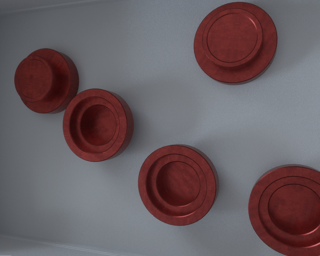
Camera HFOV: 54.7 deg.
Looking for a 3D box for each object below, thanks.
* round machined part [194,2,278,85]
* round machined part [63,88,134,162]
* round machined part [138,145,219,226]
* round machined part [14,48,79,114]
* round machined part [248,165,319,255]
[{"bbox_3d":[0.088,-0.102,0.370,0.098,0.042,0.097,0,90,19],"label":"round machined part"},{"bbox_3d":[-0.081,-0.004,0.429,0.098,0.042,0.097,0,90,19],"label":"round machined part"},{"bbox_3d":[0.026,0.069,0.392,0.098,0.042,0.097,0,90,19],"label":"round machined part"},{"bbox_3d":[-0.175,-0.070,0.461,0.098,0.042,0.097,0,90,19],"label":"round machined part"},{"bbox_3d":[0.151,0.089,0.348,0.098,0.042,0.097,0,90,19],"label":"round machined part"}]
